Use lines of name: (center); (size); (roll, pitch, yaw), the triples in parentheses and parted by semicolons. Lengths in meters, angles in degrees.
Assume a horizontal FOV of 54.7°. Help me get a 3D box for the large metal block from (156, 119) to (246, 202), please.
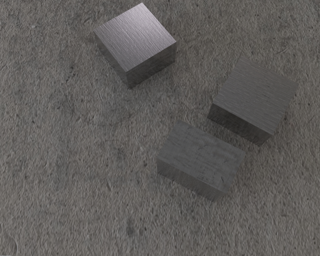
large metal block: (0.044, 0.042, 0.364); (0.080, 0.080, 0.050); (27, 72, 9)

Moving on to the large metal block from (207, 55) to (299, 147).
large metal block: (0.120, -0.035, 0.408); (0.080, 0.050, 0.080); (30, 73, 10)

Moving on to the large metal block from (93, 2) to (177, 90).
large metal block: (-0.034, -0.115, 0.436); (0.080, 0.050, 0.080); (-34, 74, -12)
